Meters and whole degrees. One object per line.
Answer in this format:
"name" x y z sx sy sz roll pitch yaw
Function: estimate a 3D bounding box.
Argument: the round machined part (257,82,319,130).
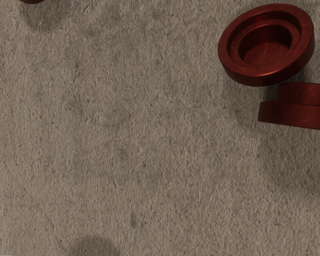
"round machined part" 0.153 -0.021 0.316 0.098 0.098 0.042 9 93 19

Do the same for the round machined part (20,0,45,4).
"round machined part" -0.186 -0.234 0.464 0.098 0.042 0.097 0 90 19

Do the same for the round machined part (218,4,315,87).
"round machined part" 0.118 -0.086 0.344 0.098 0.042 0.098 -14 57 23
